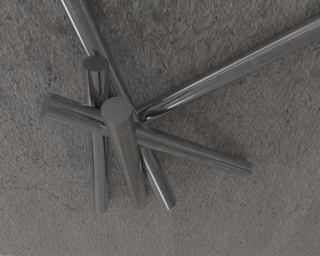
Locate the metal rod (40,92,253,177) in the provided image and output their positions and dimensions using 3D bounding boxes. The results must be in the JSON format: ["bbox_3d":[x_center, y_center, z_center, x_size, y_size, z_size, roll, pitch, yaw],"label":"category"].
[{"bbox_3d":[0.011,0.019,0.374,0.302,0.025,0.025,19,129,-35],"label":"metal rod"}]

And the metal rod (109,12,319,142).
[{"bbox_3d":[0.053,-0.052,0.363,0.300,0.025,0.025,-26,126,20],"label":"metal rod"}]

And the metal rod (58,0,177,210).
[{"bbox_3d":[-0.038,-0.015,0.364,0.025,0.025,0.299,-16,120,13],"label":"metal rod"}]

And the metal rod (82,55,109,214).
[{"bbox_3d":[-0.080,0.035,0.407,0.025,0.025,0.298,5,139,-5],"label":"metal rod"}]

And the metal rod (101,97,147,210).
[{"bbox_3d":[-0.034,0.055,0.382,0.025,0.025,0.299,0,152,0],"label":"metal rod"}]
